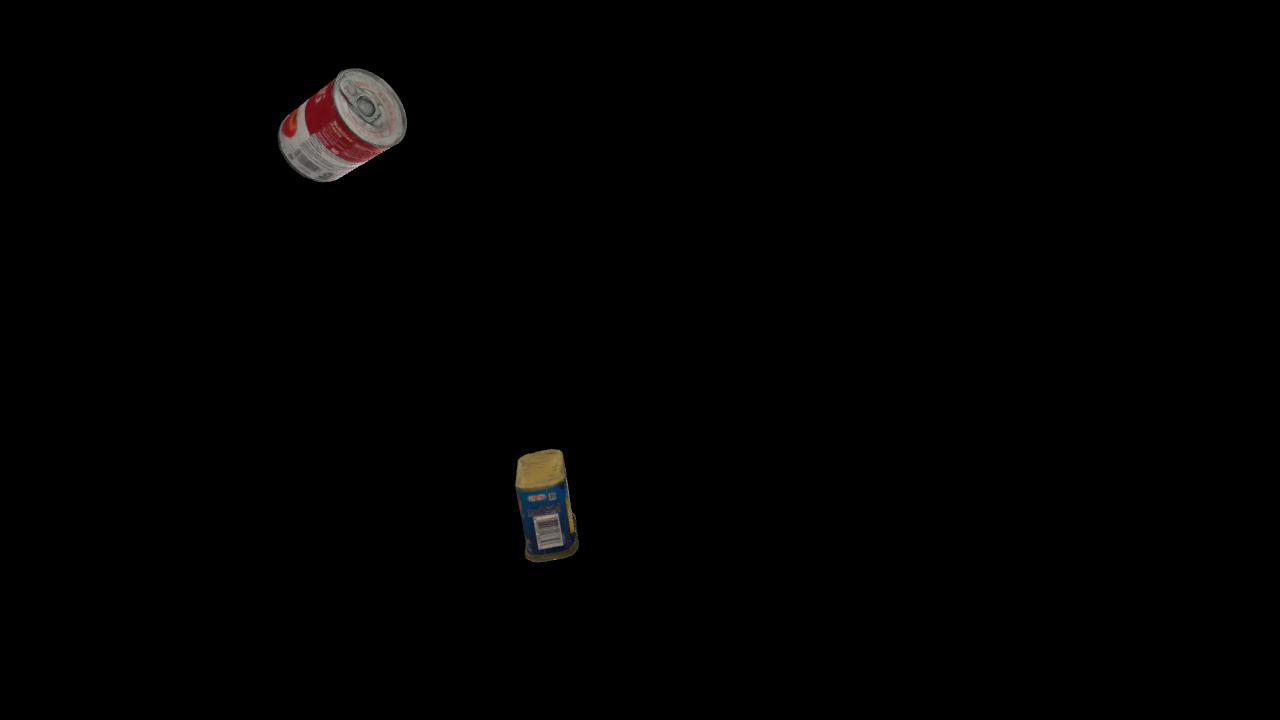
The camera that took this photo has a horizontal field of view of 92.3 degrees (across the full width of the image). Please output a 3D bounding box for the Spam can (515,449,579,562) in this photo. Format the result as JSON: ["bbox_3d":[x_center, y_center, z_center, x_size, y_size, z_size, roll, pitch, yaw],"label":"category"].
[{"bbox_3d":[-0.103,0.156,0.675,0.058,0.085,0.101,-8,15,-7],"label":"Spam can"}]

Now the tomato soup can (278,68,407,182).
[{"bbox_3d":[-0.268,-0.206,0.552,0.101,0.068,0.068,-11,-6,35],"label":"tomato soup can"}]
